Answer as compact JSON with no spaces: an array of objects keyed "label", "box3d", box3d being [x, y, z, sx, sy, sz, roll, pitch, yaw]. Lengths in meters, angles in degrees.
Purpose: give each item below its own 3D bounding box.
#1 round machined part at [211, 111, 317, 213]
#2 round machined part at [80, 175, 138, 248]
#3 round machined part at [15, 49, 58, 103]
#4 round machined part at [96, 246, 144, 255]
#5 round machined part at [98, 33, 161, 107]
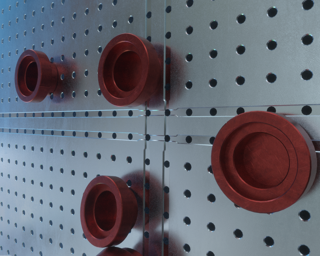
[{"label":"round machined part","box3d":[0.105,0.032,0.311,0.098,0.042,0.097,0,90,39]},{"label":"round machined part","box3d":[-0.070,0.119,0.446,0.098,0.042,0.098,-11,73,42]},{"label":"round machined part","box3d":[-0.230,-0.096,0.585,0.098,0.042,0.097,0,90,39]},{"label":"round machined part","box3d":[-0.047,0.206,0.424,0.098,0.042,0.097,11,111,30]},{"label":"round machined part","box3d":[-0.038,-0.077,0.427,0.098,0.042,0.097,0,90,39]}]
